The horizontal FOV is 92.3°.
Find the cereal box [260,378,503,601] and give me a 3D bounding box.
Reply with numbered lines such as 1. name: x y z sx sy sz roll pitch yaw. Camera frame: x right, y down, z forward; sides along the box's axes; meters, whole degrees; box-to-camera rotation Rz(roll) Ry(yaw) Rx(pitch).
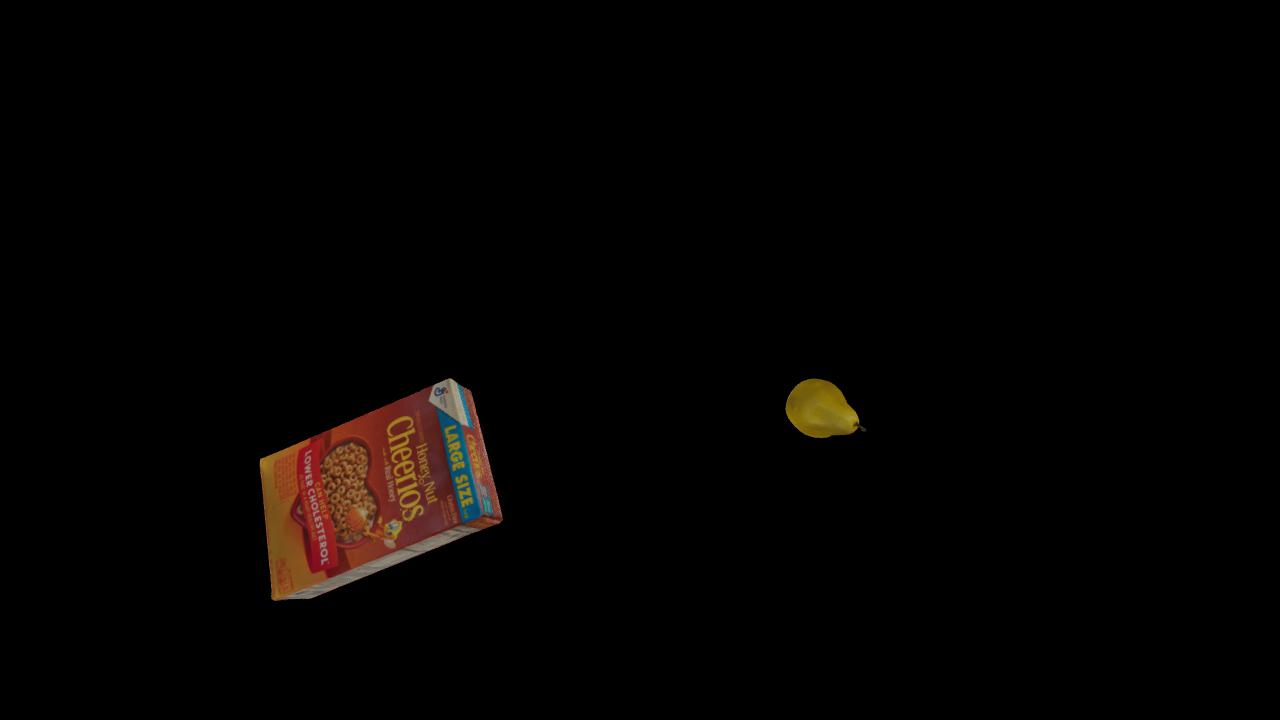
1. cereal box: -0.358 0.176 0.843 0.306 0.203 0.081 -23 -23 5

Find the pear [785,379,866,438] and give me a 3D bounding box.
1. pear: 0.242 0.068 0.774 0.080 0.080 0.111 0 18 -44
